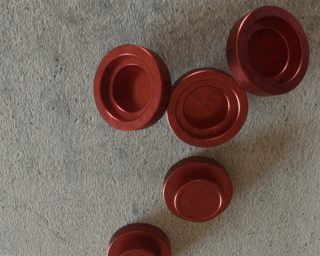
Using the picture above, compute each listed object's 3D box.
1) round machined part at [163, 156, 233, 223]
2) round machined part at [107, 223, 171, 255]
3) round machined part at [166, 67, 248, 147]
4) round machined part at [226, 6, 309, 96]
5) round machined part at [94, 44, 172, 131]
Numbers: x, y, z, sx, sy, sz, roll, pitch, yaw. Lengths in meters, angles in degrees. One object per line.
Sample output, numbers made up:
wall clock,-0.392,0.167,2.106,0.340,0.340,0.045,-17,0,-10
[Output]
round machined part,0.054,0.092,0.435,0.099,0.042,0.097,0,110,0
round machined part,-0.032,0.199,0.473,0.099,0.042,0.097,0,110,0
round machined part,0.057,-0.028,0.390,0.099,0.042,0.097,-1,111,-1
round machined part,0.118,-0.085,0.356,0.099,0.042,0.097,0,90,-20
round machined part,-0.028,-0.046,0.367,0.098,0.042,0.097,2,94,32
